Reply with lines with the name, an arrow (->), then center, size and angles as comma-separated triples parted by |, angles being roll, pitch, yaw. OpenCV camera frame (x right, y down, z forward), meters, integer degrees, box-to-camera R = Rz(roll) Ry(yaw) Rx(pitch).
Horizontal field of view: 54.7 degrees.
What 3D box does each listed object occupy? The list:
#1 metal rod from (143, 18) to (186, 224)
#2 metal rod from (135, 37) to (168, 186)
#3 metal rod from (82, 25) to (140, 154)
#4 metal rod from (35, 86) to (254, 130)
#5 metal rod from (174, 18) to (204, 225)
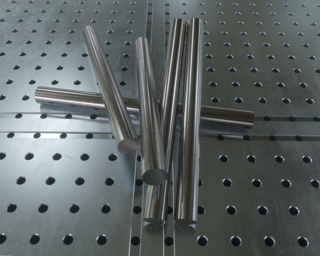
metal rod -> 0.011, -0.030, 0.401 | 0.025, 0.025, 0.300 | 5, 60, 4
metal rod -> -0.018, -0.048, 0.414 | 0.025, 0.025, 0.300 | -4, 40, -3
metal rod -> -0.079, -0.075, 0.442 | 0.025, 0.025, 0.300 | -14, 43, -12
metal rod -> -0.025, -0.029, 0.431 | 0.302, 0.025, 0.025 | 7, 50, 5
metal rod -> 0.041, -0.030, 0.400 | 0.025, 0.025, 0.299 | 4, 60, 3
